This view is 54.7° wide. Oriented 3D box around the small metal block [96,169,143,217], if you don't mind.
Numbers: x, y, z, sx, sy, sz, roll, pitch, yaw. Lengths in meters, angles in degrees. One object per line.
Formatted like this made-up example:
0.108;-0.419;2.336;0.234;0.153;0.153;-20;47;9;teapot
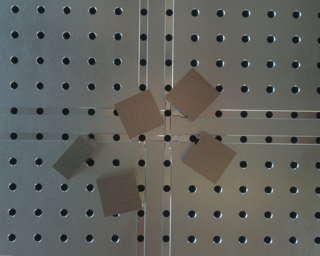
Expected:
-0.053;0.086;0.413;0.050;0.025;0.050;-13;90;-1;small metal block

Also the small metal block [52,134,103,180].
-0.105;0.036;0.400;0.025;0.050;0.050;41;90;-1;small metal block

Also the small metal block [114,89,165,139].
-0.027;-0.018;0.413;0.050;0.025;0.050;-24;90;-1;small metal block

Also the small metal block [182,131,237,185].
0.065;0.039;0.414;0.050;0.025;0.050;35;90;-1;small metal block

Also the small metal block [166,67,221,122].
0.043;-0.044;0.414;0.050;0.025;0.050;44;90;-1;small metal block
